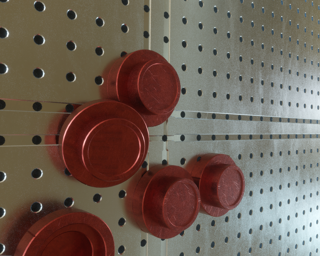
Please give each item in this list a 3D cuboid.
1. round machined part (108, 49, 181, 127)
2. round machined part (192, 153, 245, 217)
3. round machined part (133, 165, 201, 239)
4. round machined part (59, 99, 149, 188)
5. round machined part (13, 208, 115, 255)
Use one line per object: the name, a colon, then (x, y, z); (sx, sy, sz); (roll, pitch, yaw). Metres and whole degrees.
round machined part: (-0.012, -0.050, 0.390); (0.099, 0.042, 0.097); (0, 90, -40)
round machined part: (0.095, 0.089, 0.481); (0.099, 0.042, 0.097); (0, 90, -40)
round machined part: (0.016, 0.099, 0.414); (0.099, 0.042, 0.097); (0, 90, -40)
round machined part: (-0.056, 0.019, 0.337); (0.099, 0.042, 0.097); (-7, 104, -27)
round machined part: (-0.099, 0.131, 0.316); (0.099, 0.042, 0.097); (0, 90, -40)
